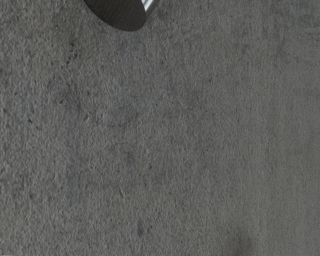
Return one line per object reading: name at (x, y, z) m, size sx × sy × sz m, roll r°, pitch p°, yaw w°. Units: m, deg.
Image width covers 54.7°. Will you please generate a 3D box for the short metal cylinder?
short metal cylinder at (-0.040, -0.152, 0.335) m, size 0.080 × 0.080 × 0.050 m, roll 41°, pitch 65°, yaw -32°
